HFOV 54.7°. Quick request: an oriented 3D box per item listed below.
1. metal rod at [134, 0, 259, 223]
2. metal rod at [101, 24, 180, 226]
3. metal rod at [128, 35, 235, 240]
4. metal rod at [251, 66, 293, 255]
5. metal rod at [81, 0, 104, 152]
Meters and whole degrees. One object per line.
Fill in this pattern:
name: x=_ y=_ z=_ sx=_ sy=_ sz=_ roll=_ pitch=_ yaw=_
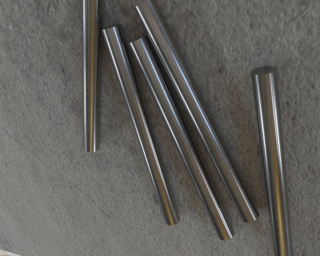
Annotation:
metal rod: x=0.052 y=-0.008 z=0.373 sx=0.025 sy=0.025 sz=0.299 roll=-17 pitch=110 yaw=34
metal rod: x=-0.019 y=0.012 z=0.422 sx=0.025 sy=0.025 sz=0.298 roll=-2 pitch=118 yaw=29
metal rod: x=0.036 y=0.026 z=0.402 sx=0.025 sy=0.025 sz=0.299 roll=-13 pitch=112 yaw=33
metal rod: x=0.141 y=0.072 z=0.376 sx=0.025 sy=0.025 sz=0.298 roll=-1 pitch=118 yaw=28
metal rod: x=-0.086 y=-0.092 z=0.393 sx=0.025 sy=0.025 sz=0.298 roll=20 pitch=126 yaw=16
